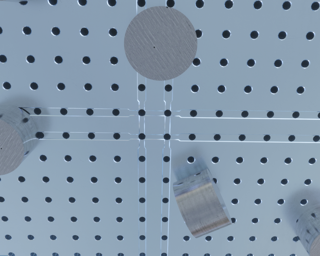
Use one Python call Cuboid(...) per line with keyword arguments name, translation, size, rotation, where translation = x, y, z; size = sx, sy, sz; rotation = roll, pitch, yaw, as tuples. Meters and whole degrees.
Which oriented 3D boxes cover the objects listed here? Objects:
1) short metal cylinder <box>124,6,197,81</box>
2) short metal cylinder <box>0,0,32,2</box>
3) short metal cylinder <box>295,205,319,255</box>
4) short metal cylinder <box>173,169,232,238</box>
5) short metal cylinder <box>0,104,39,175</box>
Cuboid(name="short metal cylinder", translation=(0.001, -0.100, 0.363), size=(0.081, 0.050, 0.079), rotation=(0, 110, -1))
Cuboid(name="short metal cylinder", translation=(-0.167, -0.178, 0.332), size=(0.081, 0.050, 0.079), rotation=(0, 110, -1))
Cuboid(name="short metal cylinder", translation=(0.254, 0.163, 0.464), size=(0.081, 0.050, 0.079), rotation=(0, 110, -1))
Cuboid(name="short metal cylinder", translation=(0.058, 0.102, 0.423), size=(0.050, 0.080, 0.080), rotation=(-25, 108, 9))
Cuboid(name="short metal cylinder", translation=(-0.208, 0.014, 0.402), size=(0.081, 0.050, 0.079), rotation=(0, 110, -1))
